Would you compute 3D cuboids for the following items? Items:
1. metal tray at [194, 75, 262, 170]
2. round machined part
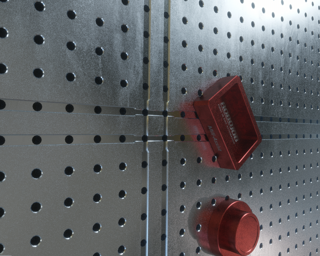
[{"bbox_3d":[0.114,-0.008,0.504,0.090,0.030,0.129,-41,115,-33],"label":"metal tray"},{"bbox_3d":[0.127,0.169,0.508,0.099,0.042,0.097,0,90,-40],"label":"round machined part"}]
